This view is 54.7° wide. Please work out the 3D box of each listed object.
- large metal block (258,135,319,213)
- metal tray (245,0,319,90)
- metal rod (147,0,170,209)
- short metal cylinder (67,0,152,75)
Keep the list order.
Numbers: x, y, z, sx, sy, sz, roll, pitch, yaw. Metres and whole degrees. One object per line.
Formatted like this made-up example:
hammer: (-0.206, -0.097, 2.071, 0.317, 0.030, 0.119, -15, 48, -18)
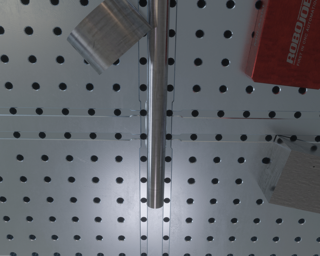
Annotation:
large metal block: (0.193, 0.064, 0.426, 0.081, 0.050, 0.079, 13, 110, -5)
metal tray: (0.162, -0.116, 0.369, 0.091, 0.030, 0.129, 6, 110, -3)
metal rod: (-0.004, -0.029, 0.402, 0.025, 0.025, 0.298, 1, 110, -1)
short metal cylinder: (-0.055, -0.105, 0.345, 0.080, 0.080, 0.050, -39, 106, 13)
